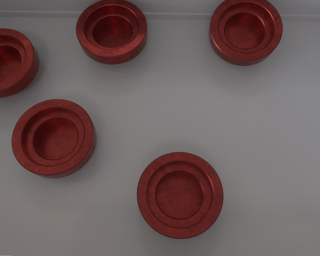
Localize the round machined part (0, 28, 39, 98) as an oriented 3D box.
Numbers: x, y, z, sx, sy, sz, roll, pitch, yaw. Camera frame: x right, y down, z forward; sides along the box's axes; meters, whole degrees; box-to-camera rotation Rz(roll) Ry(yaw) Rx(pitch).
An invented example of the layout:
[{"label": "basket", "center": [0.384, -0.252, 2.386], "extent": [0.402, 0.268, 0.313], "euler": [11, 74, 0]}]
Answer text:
[{"label": "round machined part", "center": [-0.217, -0.085, 0.430], "extent": [0.099, 0.042, 0.098], "euler": [0, 70, 0]}]

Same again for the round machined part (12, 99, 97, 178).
[{"label": "round machined part", "center": [-0.129, 0.016, 0.394], "extent": [0.099, 0.042, 0.098], "euler": [0, 70, 0]}]

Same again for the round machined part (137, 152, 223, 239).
[{"label": "round machined part", "center": [0.023, 0.081, 0.371], "extent": [0.099, 0.042, 0.098], "euler": [0, 70, 0]}]

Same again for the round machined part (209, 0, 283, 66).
[{"label": "round machined part", "center": [0.119, -0.135, 0.444], "extent": [0.099, 0.042, 0.097], "euler": [0, 81, 2]}]

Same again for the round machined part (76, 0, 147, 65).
[{"label": "round machined part", "center": [-0.067, -0.134, 0.449], "extent": [0.099, 0.042, 0.098], "euler": [0, 70, 0]}]
